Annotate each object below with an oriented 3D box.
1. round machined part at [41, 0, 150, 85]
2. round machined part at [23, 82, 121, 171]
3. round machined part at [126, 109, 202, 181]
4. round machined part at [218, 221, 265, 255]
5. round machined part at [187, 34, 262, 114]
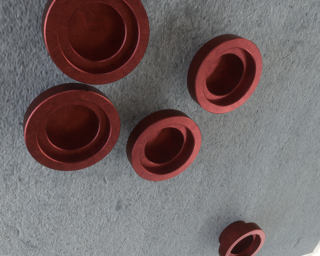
[{"bbox_3d":[-0.063,-0.095,0.302,0.099,0.042,0.097,-14,124,-21],"label":"round machined part"},{"bbox_3d":[-0.097,-0.005,0.340,0.099,0.042,0.097,-14,124,-21],"label":"round machined part"},{"bbox_3d":[0.002,0.018,0.408,0.099,0.042,0.097,-14,124,-21],"label":"round machined part"},{"bbox_3d":[0.158,0.226,0.622,0.099,0.042,0.097,-14,124,-21],"label":"round machined part"},{"bbox_3d":[0.077,-0.071,0.394,0.099,0.042,0.097,-14,124,-21],"label":"round machined part"}]
